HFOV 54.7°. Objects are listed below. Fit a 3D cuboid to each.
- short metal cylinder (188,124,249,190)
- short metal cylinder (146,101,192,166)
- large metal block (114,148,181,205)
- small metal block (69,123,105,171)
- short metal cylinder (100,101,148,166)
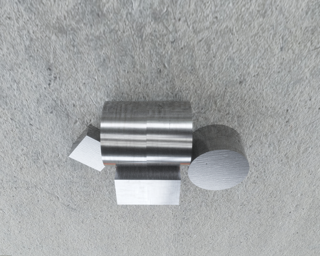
[{"bbox_3d":[0.077,0.041,0.427,0.081,0.050,0.079,0,130,0],"label":"short metal cylinder"},{"bbox_3d":[0.010,0.006,0.379,0.050,0.080,0.079,1,130,-1],"label":"short metal cylinder"},{"bbox_3d":[-0.015,0.056,0.421,0.081,0.080,0.050,1,130,-1],"label":"large metal block"},{"bbox_3d":[-0.090,0.028,0.432,0.050,0.025,0.050,30,124,-24],"label":"small metal block"},{"bbox_3d":[-0.040,0.007,0.379,0.050,0.080,0.079,1,130,-1],"label":"short metal cylinder"}]
